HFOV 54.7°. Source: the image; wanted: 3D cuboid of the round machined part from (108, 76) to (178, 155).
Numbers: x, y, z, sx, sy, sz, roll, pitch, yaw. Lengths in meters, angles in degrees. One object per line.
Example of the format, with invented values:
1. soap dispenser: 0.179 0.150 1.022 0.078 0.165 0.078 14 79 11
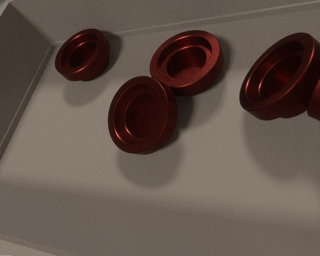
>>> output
1. round machined part: -0.017 -0.014 0.398 0.098 0.042 0.098 -8 76 36

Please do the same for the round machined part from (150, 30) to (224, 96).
1. round machined part: 0.039 -0.083 0.423 0.098 0.042 0.098 -13 55 19

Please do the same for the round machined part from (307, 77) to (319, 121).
1. round machined part: 0.174 -0.033 0.286 0.042 0.098 0.098 32 79 33

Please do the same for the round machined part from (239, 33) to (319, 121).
1. round machined part: 0.136 -0.049 0.334 0.098 0.042 0.098 -49 20 25

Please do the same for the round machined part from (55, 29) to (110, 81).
1. round machined part: -0.127 -0.120 0.533 0.098 0.042 0.098 -13 56 20
